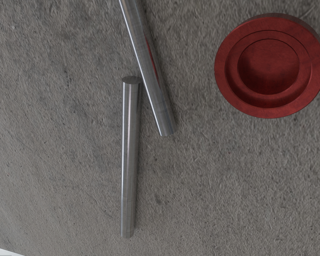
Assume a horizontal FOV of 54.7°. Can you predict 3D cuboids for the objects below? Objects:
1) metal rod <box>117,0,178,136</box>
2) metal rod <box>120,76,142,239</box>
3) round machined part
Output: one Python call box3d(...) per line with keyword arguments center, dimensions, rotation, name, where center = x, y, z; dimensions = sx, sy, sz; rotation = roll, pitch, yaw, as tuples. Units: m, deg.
box3d(center=(-0.030, -0.126, 0.344), dimensions=(0.025, 0.025, 0.298), rotation=(-3, 117, 29), name="metal rod")
box3d(center=(-0.047, 0.063, 0.470), dimensions=(0.025, 0.025, 0.298), rotation=(18, 126, 18), name="metal rod")
box3d(center=(0.106, -0.062, 0.302), dimensions=(0.098, 0.042, 0.097), rotation=(13, 124, 21), name="round machined part")
